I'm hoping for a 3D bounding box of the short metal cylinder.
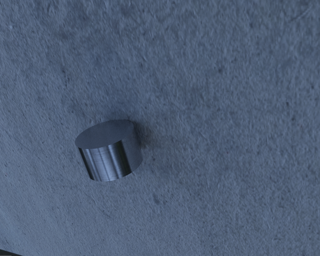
[{"bbox_3d":[-0.069,0.029,0.423,0.080,0.080,0.050,0,119,28],"label":"short metal cylinder"}]
